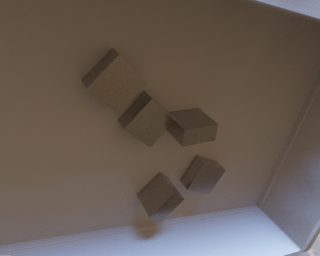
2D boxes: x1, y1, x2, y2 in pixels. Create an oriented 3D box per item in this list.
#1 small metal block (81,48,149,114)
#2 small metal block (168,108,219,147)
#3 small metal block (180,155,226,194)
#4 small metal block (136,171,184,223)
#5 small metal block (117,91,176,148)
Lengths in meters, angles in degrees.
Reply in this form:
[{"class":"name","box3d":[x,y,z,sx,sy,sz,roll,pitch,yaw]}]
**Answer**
[{"class":"small metal block","box3d":[-0.050,-0.052,0.350,0.050,0.025,0.050,-45,130,3]},{"class":"small metal block","box3d":[0.041,-0.002,0.416,0.050,0.050,0.025,-9,123,-24]},{"class":"small metal block","box3d":[0.068,0.075,0.495,0.050,0.025,0.050,20,108,-36]},{"class":"small metal block","box3d":[0.000,0.101,0.457,0.050,0.050,0.025,-44,130,2]},{"class":"small metal block","box3d":[-0.016,-0.011,0.395,0.050,0.025,0.050,-47,129,5]}]
